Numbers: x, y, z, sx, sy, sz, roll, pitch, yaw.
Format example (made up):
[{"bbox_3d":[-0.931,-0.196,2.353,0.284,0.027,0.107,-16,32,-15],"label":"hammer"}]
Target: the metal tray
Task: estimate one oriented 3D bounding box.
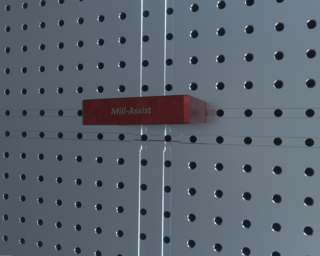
[{"bbox_3d":[-0.017,-0.019,0.383,0.130,0.090,0.030,-1,90,19],"label":"metal tray"}]
